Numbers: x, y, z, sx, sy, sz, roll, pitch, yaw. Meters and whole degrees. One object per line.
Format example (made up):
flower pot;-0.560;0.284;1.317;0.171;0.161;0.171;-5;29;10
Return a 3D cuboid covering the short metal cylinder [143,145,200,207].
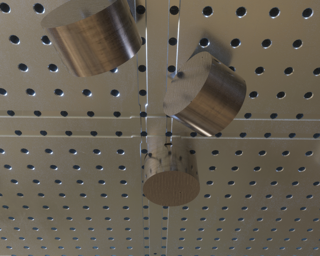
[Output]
short metal cylinder;0.016;0.071;0.456;0.081;0.050;0.079;0;130;0

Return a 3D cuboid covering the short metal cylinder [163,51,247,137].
short metal cylinder;0.048;-0.037;0.344;0.050;0.080;0.080;30;124;-23

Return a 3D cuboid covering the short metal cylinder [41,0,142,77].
short metal cylinder;-0.063;-0.092;0.296;0.080;0.080;0.050;-14;129;11
